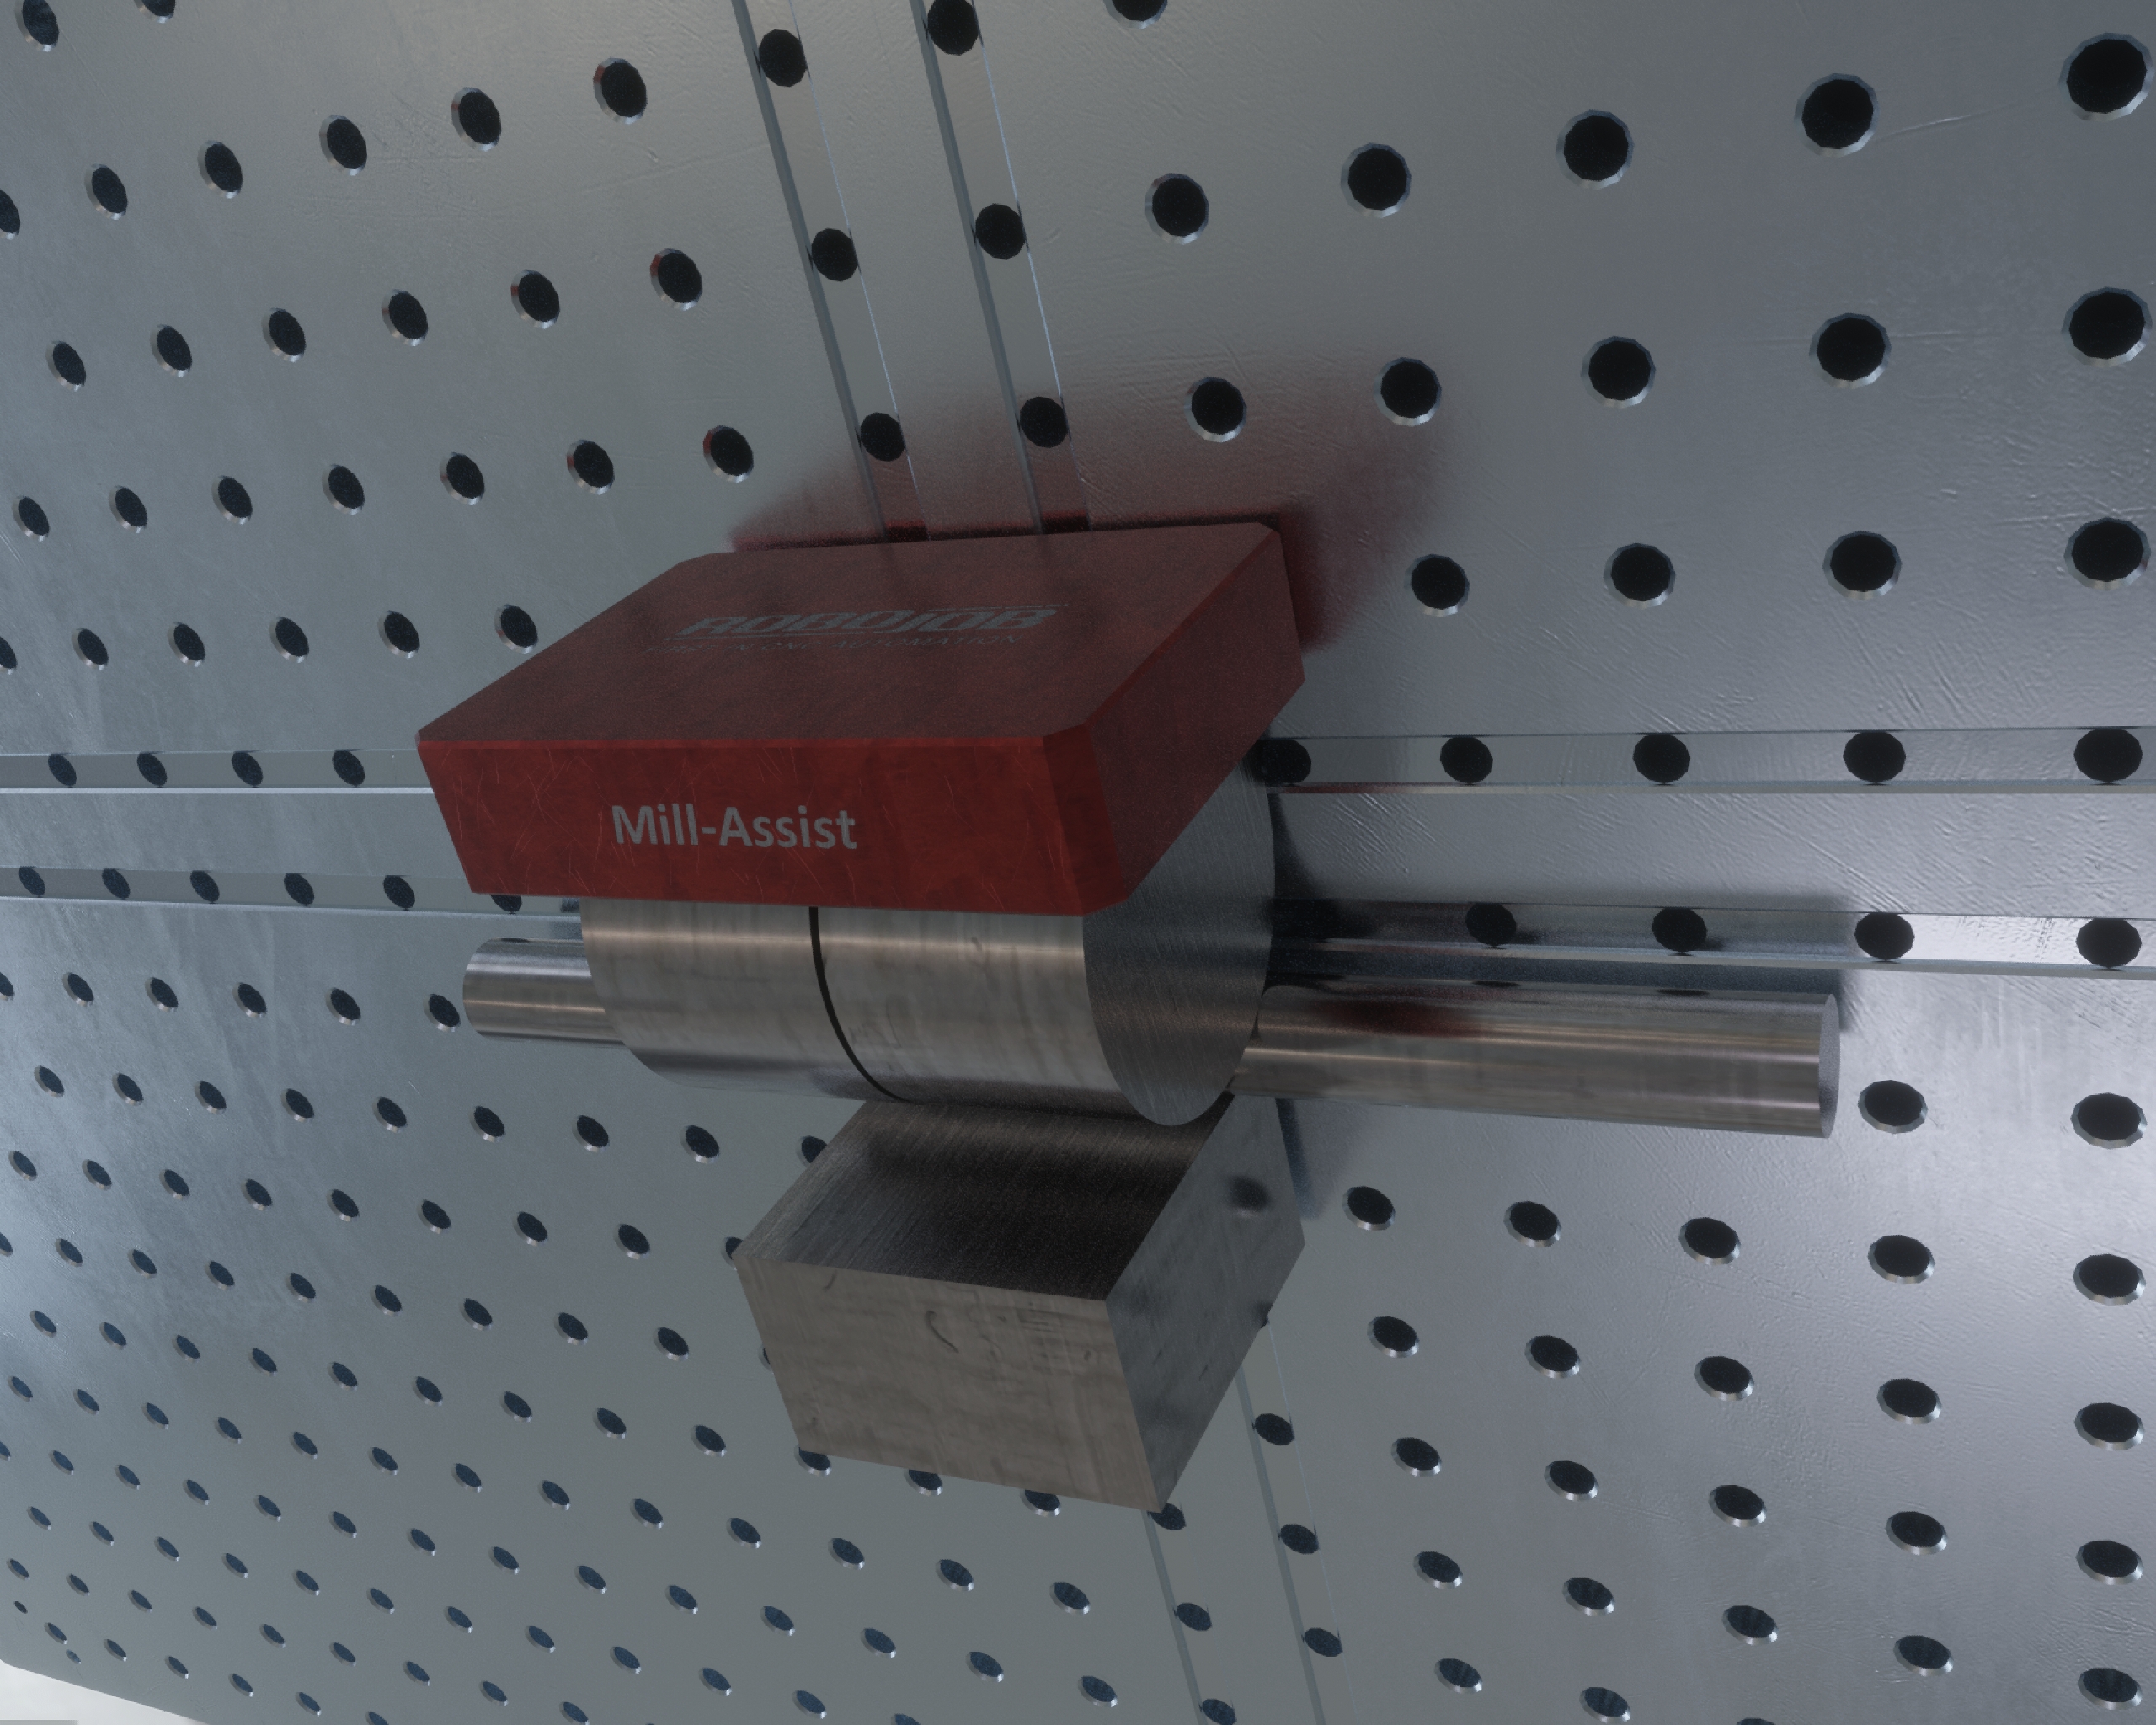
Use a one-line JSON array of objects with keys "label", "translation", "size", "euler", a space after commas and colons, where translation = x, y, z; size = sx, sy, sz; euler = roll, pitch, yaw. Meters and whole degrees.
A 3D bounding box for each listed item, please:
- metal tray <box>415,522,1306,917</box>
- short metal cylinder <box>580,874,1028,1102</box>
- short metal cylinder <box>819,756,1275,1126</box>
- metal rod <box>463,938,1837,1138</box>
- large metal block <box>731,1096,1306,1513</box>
[{"label": "metal tray", "translation": [-0.037, -0.027, 0.367], "size": [0.130, 0.090, 0.030], "euler": [1, 119, 27]}, {"label": "short metal cylinder", "translation": [-0.049, 0.005, 0.401], "size": [0.050, 0.080, 0.080], "euler": [1, 119, 28]}, {"label": "short metal cylinder", "translation": [-0.003, 0.006, 0.377], "size": [0.050, 0.080, 0.079], "euler": [2, 119, 27]}, {"label": "metal rod", "translation": [-0.004, 0.033, 0.428], "size": [0.300, 0.025, 0.025], "euler": [1, 119, 27]}, {"label": "large metal block", "translation": [-0.009, 0.079, 0.423], "size": [0.080, 0.080, 0.050], "euler": [1, 119, 28]}]
